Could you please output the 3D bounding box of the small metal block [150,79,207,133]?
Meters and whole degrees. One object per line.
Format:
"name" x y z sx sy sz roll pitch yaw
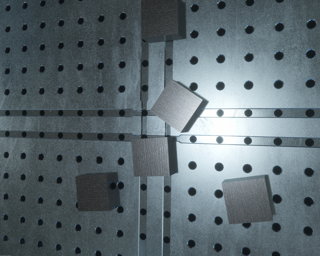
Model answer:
"small metal block" 0.024 -0.028 0.404 0.050 0.025 0.050 36 101 16

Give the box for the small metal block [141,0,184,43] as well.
"small metal block" 0.003 -0.143 0.411 0.050 0.025 0.050 -1 90 19

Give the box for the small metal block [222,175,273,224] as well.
"small metal block" 0.106 0.086 0.375 0.050 0.025 0.050 -11 87 19

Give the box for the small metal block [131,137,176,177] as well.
"small metal block" -0.008 0.038 0.415 0.050 0.025 0.050 -4 89 19

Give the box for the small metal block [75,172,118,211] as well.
"small metal block" -0.090 0.091 0.443 0.050 0.025 0.050 -6 88 19
